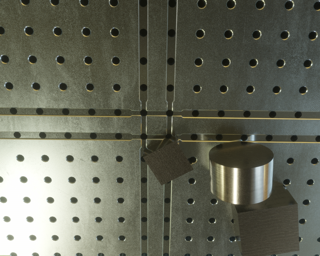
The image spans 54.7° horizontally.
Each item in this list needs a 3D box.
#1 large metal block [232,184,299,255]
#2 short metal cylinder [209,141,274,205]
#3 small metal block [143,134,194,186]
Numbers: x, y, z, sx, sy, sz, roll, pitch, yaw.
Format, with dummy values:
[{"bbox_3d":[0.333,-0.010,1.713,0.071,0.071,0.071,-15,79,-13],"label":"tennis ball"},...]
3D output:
[{"bbox_3d":[0.151,0.136,0.451,0.080,0.050,0.079,-10,110,3],"label":"large metal block"},{"bbox_3d":[0.105,0.056,0.405,0.080,0.080,0.050,-5,110,1],"label":"short metal cylinder"},{"bbox_3d":[0.011,0.044,0.429,0.050,0.025,0.050,-28,108,10],"label":"small metal block"}]
